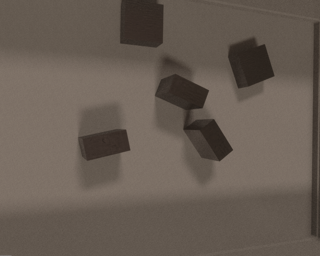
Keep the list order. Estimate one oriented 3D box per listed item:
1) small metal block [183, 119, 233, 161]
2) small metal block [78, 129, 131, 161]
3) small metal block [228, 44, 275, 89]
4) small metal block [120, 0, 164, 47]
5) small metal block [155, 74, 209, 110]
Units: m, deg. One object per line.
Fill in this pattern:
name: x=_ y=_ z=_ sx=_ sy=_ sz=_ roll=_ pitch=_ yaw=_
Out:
small metal block: x=0.065 y=0.016 z=0.423 sx=0.025 sy=0.050 sz=0.050 roll=-37 pitch=102 yaw=-16
small metal block: x=-0.068 y=0.019 z=0.373 sx=0.050 sy=0.050 sz=0.025 roll=-13 pitch=95 yaw=-20
small metal block: x=0.137 y=-0.092 z=0.463 sx=0.050 sy=0.025 sz=0.050 roll=-22 pitch=98 yaw=-19
small metal block: x=-0.024 y=-0.135 z=0.402 sx=0.050 sy=0.025 sz=0.050 roll=1 pitch=90 yaw=-21
small metal block: x=0.028 y=-0.046 z=0.409 sx=0.050 sy=0.050 sz=0.025 roll=23 pitch=83 yaw=-19
